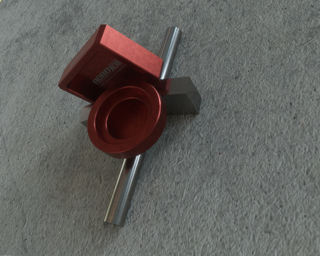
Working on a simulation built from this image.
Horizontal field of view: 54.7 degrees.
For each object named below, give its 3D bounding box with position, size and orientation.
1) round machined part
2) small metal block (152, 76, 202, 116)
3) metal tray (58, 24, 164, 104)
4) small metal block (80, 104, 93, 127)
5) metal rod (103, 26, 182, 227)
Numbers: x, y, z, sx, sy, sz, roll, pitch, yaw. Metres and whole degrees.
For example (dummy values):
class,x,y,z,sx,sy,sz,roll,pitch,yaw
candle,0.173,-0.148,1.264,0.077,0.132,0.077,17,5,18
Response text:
class,x,y,z,sx,sy,sz,roll,pitch,yaw
round machined part,-0.036,-0.008,0.381,0.098,0.042,0.098,-11,61,20
small metal block,0.021,-0.040,0.401,0.050,0.050,0.025,-1,61,27
metal tray,-0.069,-0.071,0.412,0.130,0.090,0.030,-26,45,50
small metal block,-0.075,-0.013,0.435,0.050,0.050,0.025,-18,55,18
metal rod,-0.016,-0.018,0.424,0.025,0.025,0.300,2,63,29
